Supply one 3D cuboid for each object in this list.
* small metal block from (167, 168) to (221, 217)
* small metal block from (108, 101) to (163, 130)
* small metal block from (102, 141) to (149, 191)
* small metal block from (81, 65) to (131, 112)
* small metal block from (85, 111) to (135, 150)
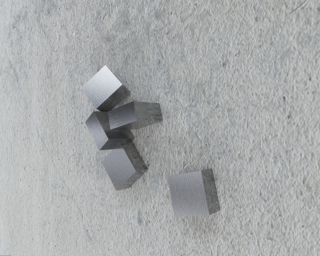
[{"bbox_3d":[0.040,0.078,0.372,0.050,0.025,0.050,-16,80,39],"label":"small metal block"},{"bbox_3d":[-0.033,-0.016,0.416,0.050,0.050,0.025,-17,79,39],"label":"small metal block"},{"bbox_3d":[-0.051,0.054,0.448,0.050,0.025,0.050,-47,62,30],"label":"small metal block"},{"bbox_3d":[-0.080,-0.056,0.458,0.050,0.025,0.050,-43,59,3],"label":"small metal block"},{"bbox_3d":[-0.072,0.003,0.448,0.025,0.050,0.050,-46,63,30],"label":"small metal block"}]
